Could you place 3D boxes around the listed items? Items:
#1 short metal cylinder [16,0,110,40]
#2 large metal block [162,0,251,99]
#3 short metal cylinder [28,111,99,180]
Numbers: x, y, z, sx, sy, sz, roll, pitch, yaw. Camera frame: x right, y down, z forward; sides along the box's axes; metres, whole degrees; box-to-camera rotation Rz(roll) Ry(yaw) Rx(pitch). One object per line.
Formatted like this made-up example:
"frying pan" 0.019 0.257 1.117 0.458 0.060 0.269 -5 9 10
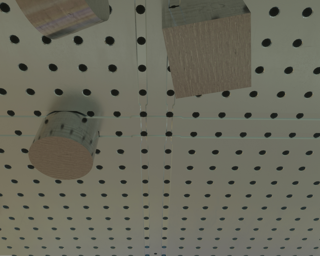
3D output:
"short metal cylinder" -0.085 -0.124 0.269 0.050 0.080 0.080 -16 129 13
"large metal block" 0.049 -0.083 0.325 0.080 0.050 0.080 -9 130 7
"short metal cylinder" -0.126 0.024 0.415 0.081 0.050 0.079 0 130 0
